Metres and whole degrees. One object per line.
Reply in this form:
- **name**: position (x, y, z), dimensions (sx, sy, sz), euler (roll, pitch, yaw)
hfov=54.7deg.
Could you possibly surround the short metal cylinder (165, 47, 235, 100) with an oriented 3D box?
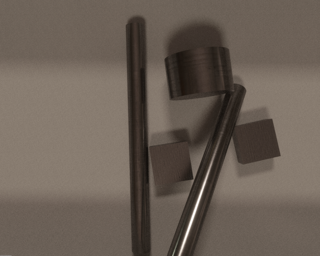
- **short metal cylinder**: position (0.048, -0.065, 0.385), dimensions (0.081, 0.080, 0.050), euler (-8, 90, 0)

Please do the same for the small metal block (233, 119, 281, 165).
- **small metal block**: position (0.126, 0.018, 0.413), dimensions (0.050, 0.025, 0.050), euler (-13, 90, -1)

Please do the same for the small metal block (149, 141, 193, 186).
- **small metal block**: position (0.015, 0.046, 0.412), dimensions (0.050, 0.025, 0.050), euler (-9, 90, -1)

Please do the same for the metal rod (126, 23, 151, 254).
- **metal rod**: position (-0.029, 0.013, 0.411), dimensions (0.025, 0.025, 0.298), euler (-2, 90, -1)

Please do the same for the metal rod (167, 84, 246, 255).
- **metal rod**: position (0.048, 0.071, 0.349), dimensions (0.025, 0.025, 0.300), euler (25, 64, 0)
